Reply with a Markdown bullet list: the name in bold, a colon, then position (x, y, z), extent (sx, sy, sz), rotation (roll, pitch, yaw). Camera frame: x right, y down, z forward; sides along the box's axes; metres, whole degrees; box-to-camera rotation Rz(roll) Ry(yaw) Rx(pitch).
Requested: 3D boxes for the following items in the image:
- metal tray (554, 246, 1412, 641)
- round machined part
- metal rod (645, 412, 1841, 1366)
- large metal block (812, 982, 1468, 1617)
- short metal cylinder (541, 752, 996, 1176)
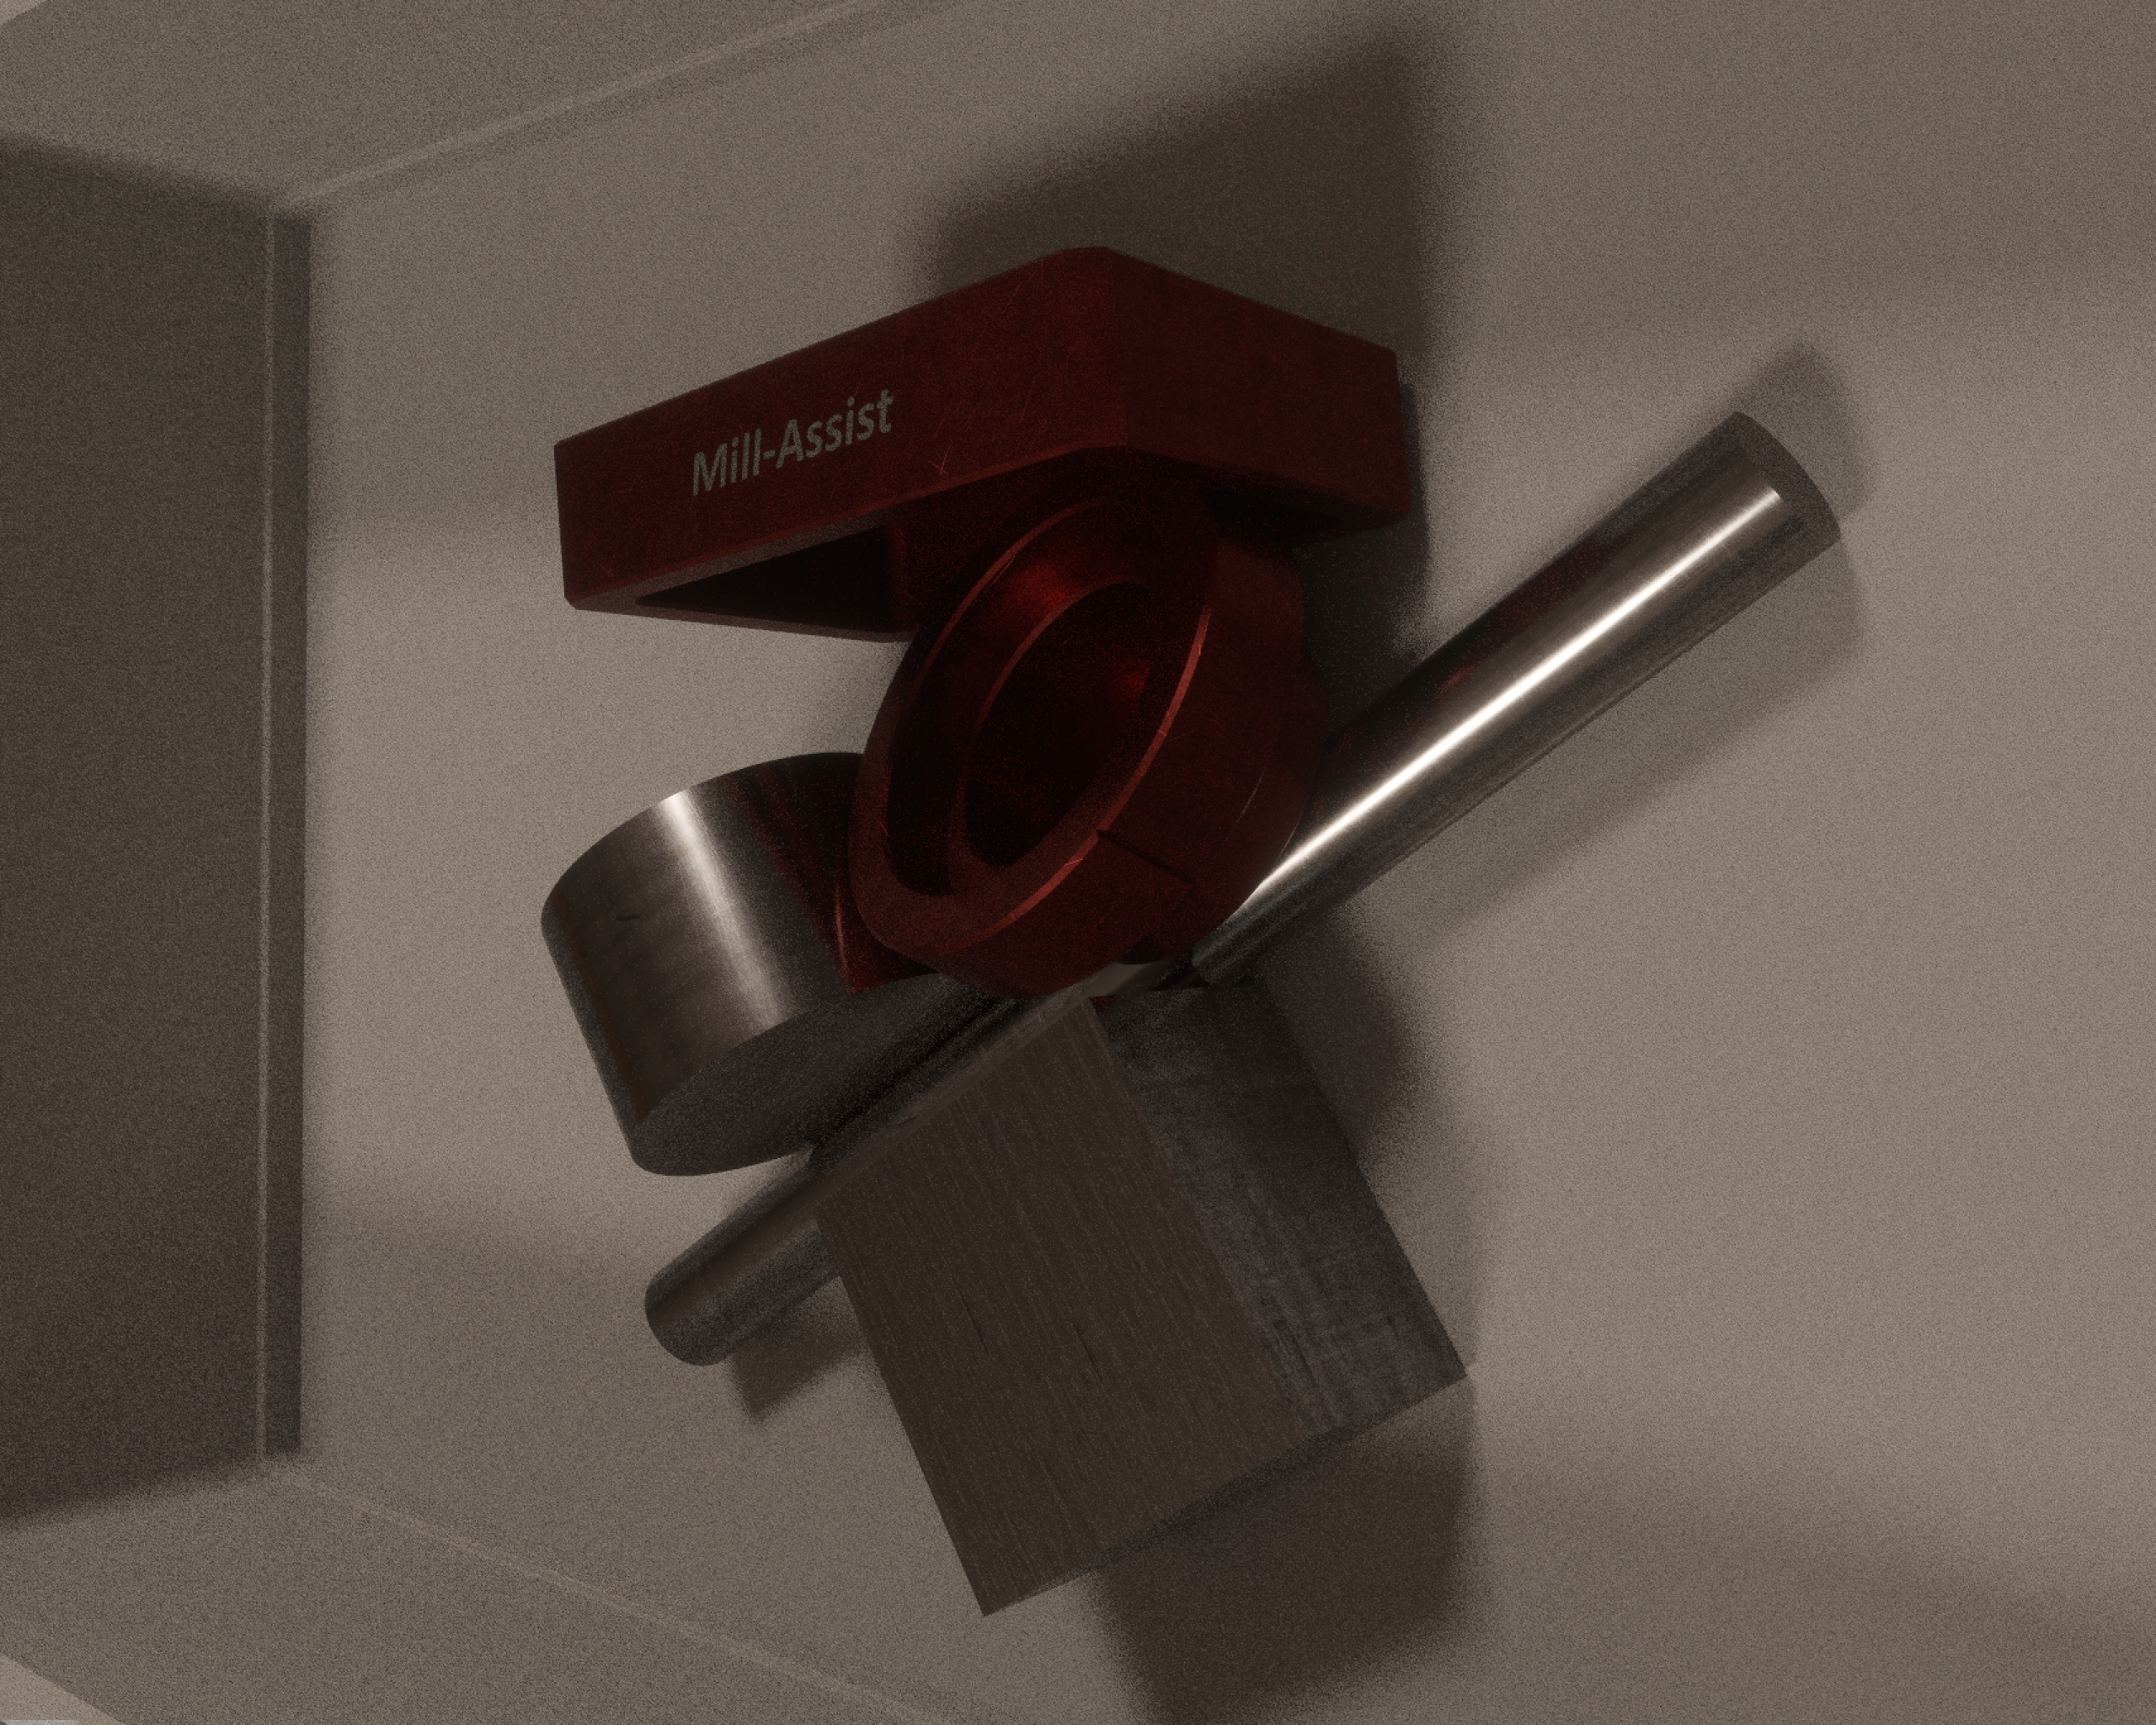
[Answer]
- **metal tray**: position (-0.019, -0.068, 0.375), extent (0.130, 0.091, 0.030), rotation (-8, 85, 39)
- **round machined part**: position (0.005, -0.020, 0.370), extent (0.098, 0.042, 0.098), rotation (-35, 40, 36)
- **metal rod**: position (0.010, 0.022, 0.395), extent (0.299, 0.025, 0.025), rotation (-40, 66, 32)
- **large metal block**: position (0.009, 0.077, 0.378), extent (0.080, 0.050, 0.080), rotation (-40, 66, 32)
- **short metal cylinder**: position (-0.059, 0.021, 0.416), extent (0.080, 0.081, 0.050), rotation (-40, 66, 32)
